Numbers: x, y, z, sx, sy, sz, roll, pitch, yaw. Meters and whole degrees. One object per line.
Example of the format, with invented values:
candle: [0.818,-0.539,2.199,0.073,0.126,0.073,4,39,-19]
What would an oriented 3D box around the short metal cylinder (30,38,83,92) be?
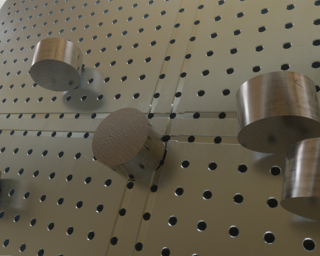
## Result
short metal cylinder: [-0.176,-0.107,0.531,0.080,0.080,0.050,-16,56,19]

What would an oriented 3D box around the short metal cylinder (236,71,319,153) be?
short metal cylinder: [0.120,-0.013,0.318,0.080,0.080,0.050,-9,58,23]

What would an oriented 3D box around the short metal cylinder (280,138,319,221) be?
short metal cylinder: [0.149,0.048,0.265,0.080,0.080,0.050,3,63,29]

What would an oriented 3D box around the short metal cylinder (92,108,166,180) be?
short metal cylinder: [-0.039,0.021,0.400,0.080,0.050,0.080,-13,56,21]
